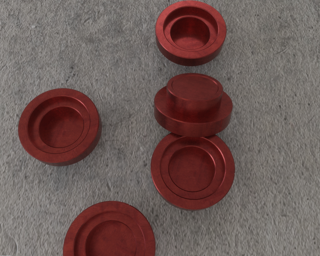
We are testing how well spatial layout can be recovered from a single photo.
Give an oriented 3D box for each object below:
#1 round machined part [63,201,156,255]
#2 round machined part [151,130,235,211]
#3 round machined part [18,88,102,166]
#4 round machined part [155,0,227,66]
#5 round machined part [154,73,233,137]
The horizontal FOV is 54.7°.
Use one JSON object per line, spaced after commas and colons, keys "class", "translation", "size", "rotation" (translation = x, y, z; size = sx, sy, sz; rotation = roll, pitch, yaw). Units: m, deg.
{"class": "round machined part", "translation": [-0.054, 0.134, 0.350], "size": [0.099, 0.042, 0.098], "rotation": [0, 70, 0]}
{"class": "round machined part", "translation": [0.038, 0.052, 0.380], "size": [0.099, 0.042, 0.098], "rotation": [0, 70, 0]}
{"class": "round machined part", "translation": [-0.124, 0.002, 0.398], "size": [0.099, 0.042, 0.098], "rotation": [0, 70, 0]}
{"class": "round machined part", "translation": [0.043, -0.131, 0.447], "size": [0.099, 0.042, 0.098], "rotation": [0, 70, 0]}
{"class": "round machined part", "translation": [0.042, -0.035, 0.388], "size": [0.099, 0.042, 0.098], "rotation": [1, 38, -1]}
